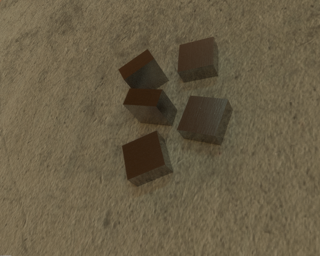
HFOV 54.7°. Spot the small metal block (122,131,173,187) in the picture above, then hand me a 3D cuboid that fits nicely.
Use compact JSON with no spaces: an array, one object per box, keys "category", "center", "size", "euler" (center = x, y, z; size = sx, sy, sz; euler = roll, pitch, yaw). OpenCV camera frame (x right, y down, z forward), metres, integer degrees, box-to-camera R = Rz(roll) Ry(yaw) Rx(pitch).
[{"category":"small metal block","center":[-0.016,0.038,0.388],"size":[0.050,0.025,0.050],"euler":[-24,53,13]}]

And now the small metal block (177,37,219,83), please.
[{"category":"small metal block","center":[0.054,-0.095,0.433],"size":[0.050,0.025,0.050],"euler":[-8,58,23]}]

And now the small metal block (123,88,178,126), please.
[{"category":"small metal block","center":[-0.012,-0.027,0.410],"size":[0.050,0.050,0.025],"euler":[6,65,30]}]

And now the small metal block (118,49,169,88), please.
[{"category":"small metal block","center":[-0.023,-0.076,0.445],"size":[0.050,0.050,0.025],"euler":[-34,52,5]}]

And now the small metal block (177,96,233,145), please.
[{"category":"small metal block","center":[0.056,-0.010,0.380],"size":[0.050,0.025,0.050],"euler":[10,66,32]}]
